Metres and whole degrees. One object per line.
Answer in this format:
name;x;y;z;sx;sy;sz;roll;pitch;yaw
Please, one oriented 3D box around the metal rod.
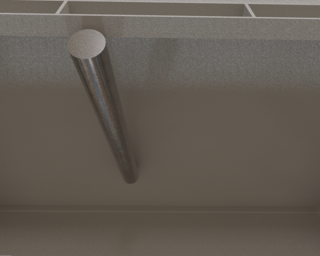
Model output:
metal rod;-0.046;0.009;0.338;0.025;0.025;0.299;-1;155;0
